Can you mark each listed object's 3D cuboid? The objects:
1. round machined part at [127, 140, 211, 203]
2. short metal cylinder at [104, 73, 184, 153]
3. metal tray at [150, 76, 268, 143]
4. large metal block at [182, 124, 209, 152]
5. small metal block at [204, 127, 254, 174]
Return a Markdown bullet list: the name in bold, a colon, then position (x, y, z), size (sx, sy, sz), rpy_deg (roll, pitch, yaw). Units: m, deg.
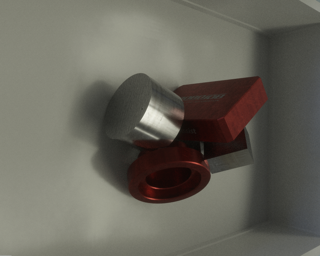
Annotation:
- **round machined part**: position (0.009, 0.051, 0.379), size (0.098, 0.098, 0.042), rpy_deg (26, 38, -38)
- **short metal cylinder**: position (-0.019, -0.015, 0.354), size (0.050, 0.080, 0.080), rpy_deg (29, 72, -37)
- **metal tray**: position (0.052, -0.023, 0.381), size (0.090, 0.130, 0.030), rpy_deg (-43, 117, -32)
- **large metal block**: position (0.065, 0.012, 0.435), size (0.081, 0.050, 0.079), rpy_deg (-18, 107, -39)
- **small metal block**: position (0.080, 0.022, 0.369), size (0.025, 0.050, 0.050), rpy_deg (58, 25, -33)
